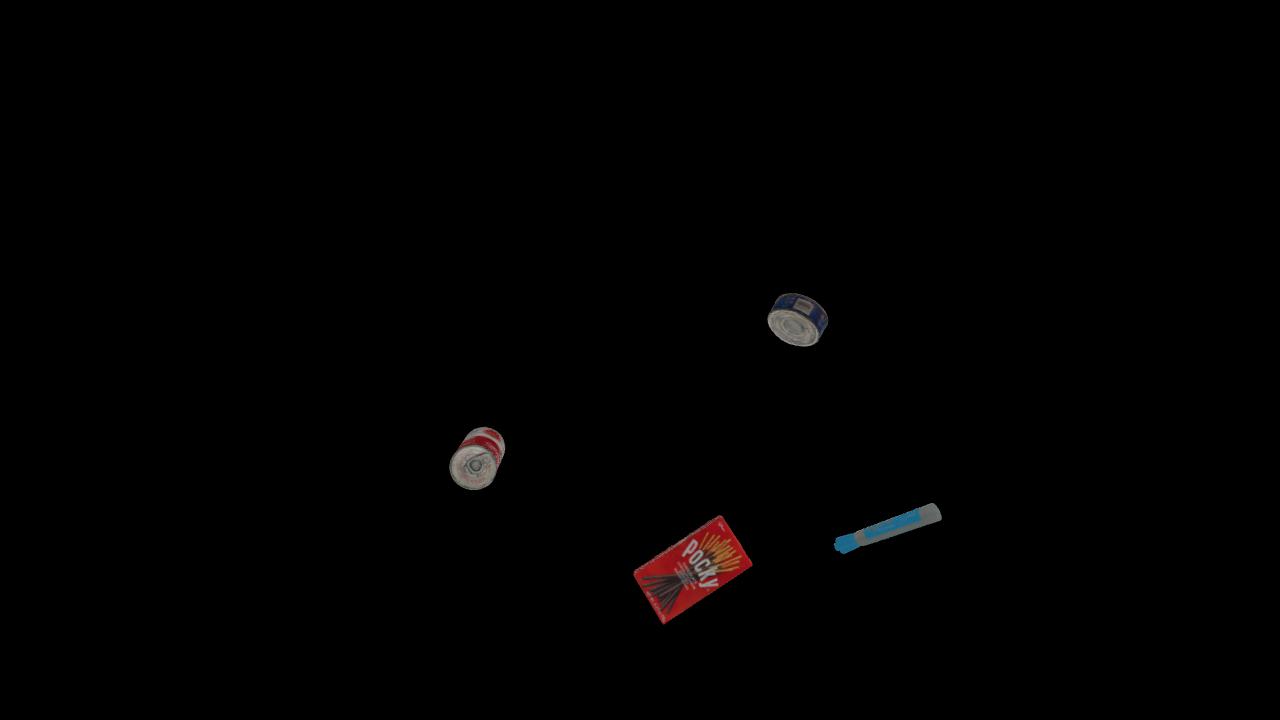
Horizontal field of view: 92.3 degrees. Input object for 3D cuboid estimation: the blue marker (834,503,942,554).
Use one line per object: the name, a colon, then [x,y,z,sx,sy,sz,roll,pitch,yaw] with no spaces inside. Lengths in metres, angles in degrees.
blue marker: [0.263,0.184,0.664,0.121,0.020,0.020,-35,-21,34]

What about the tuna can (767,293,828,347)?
tuna can: [0.233,-0.058,0.912,0.084,0.034,0.084,27,-27,14]

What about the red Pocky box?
red Pocky box: [0.075,0.299,0.882,0.155,0.083,0.028,-33,-7,-3]

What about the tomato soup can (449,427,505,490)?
tomato soup can: [-0.241,0.145,0.922,0.068,0.068,0.101,0,9,-5]
